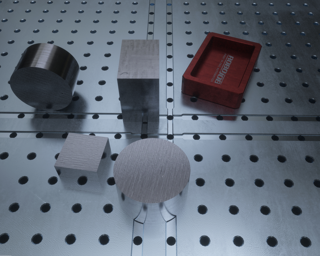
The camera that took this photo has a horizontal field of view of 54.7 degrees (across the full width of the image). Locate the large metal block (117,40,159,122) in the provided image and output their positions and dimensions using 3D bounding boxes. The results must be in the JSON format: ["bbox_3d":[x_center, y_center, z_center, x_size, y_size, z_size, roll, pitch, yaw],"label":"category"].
[{"bbox_3d":[-0.026,-0.064,0.426,0.050,0.080,0.080,0,50,0],"label":"large metal block"}]

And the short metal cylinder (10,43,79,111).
[{"bbox_3d":[-0.157,-0.069,0.429,0.080,0.080,0.050,1,50,1],"label":"short metal cylinder"}]

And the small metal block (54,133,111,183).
[{"bbox_3d":[-0.092,0.035,0.377,0.050,0.025,0.050,7,50,5],"label":"small metal block"}]

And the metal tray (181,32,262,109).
[{"bbox_3d":[0.098,-0.095,0.484,0.090,0.030,0.130,19,52,15],"label":"metal tray"}]

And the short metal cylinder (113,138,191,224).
[{"bbox_3d":[-0.008,0.058,0.343,0.081,0.050,0.080,0,50,0],"label":"short metal cylinder"}]
